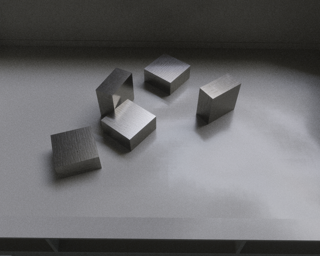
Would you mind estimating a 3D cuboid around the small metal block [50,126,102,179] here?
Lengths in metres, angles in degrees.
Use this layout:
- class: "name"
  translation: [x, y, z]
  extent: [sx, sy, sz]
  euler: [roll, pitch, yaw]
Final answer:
- class: "small metal block"
  translation: [-0.103, 0.029, 0.379]
  extent: [0.050, 0.025, 0.050]
  euler: [-14, 52, -12]

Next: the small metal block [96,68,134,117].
- class: "small metal block"
  translation: [-0.060, -0.046, 0.427]
  extent: [0.025, 0.050, 0.050]
  euler: [21, 53, 16]

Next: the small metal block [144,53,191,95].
- class: "small metal block"
  translation: [0.011, -0.084, 0.476]
  extent: [0.050, 0.025, 0.050]
  euler: [32, 56, 23]

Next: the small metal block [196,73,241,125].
- class: "small metal block"
  translation: [0.079, -0.040, 0.423]
  extent: [0.050, 0.050, 0.025]
  euler: [-29, 56, -22]

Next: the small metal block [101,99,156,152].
- class: "small metal block"
  translation: [-0.040, -0.005, 0.409]
  extent: [0.050, 0.025, 0.050]
  euler: [32, 57, 24]
